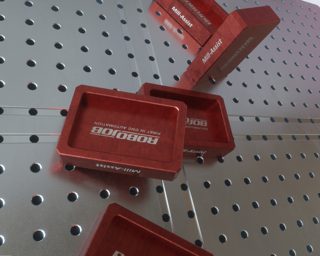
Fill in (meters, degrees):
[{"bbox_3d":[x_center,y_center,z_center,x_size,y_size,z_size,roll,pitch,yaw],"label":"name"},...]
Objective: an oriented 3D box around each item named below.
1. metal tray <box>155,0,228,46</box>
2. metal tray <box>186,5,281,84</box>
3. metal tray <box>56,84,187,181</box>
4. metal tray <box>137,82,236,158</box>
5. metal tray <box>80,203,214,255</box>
[{"bbox_3d":[0.065,-0.219,0.572,0.130,0.030,0.090,45,51,3],"label":"metal tray"},{"bbox_3d":[0.109,-0.124,0.474,0.091,0.129,0.030,-22,74,-36],"label":"metal tray"},{"bbox_3d":[-0.039,0.004,0.352,0.131,0.030,0.090,9,60,-3],"label":"metal tray"},{"bbox_3d":[0.035,-0.009,0.428,0.131,0.030,0.090,6,59,-25],"label":"metal tray"},{"bbox_3d":[-0.015,0.145,0.308,0.130,0.030,0.090,30,52,-9],"label":"metal tray"}]
